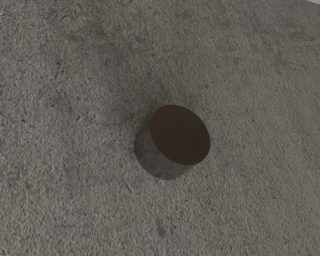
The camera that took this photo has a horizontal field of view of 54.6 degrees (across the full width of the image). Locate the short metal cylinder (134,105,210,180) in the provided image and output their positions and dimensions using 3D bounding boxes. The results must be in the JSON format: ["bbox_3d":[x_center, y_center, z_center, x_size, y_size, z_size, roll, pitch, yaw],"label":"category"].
[{"bbox_3d":[0.015,0.018,0.384,0.081,0.050,0.080,13,56,-21],"label":"short metal cylinder"}]
